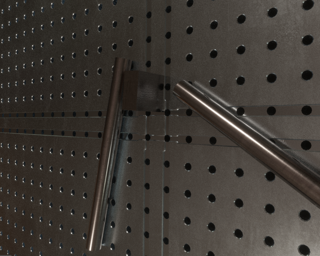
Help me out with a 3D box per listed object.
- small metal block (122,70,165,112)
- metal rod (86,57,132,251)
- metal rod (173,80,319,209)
[{"bbox_3d":[-0.021,-0.047,0.409,0.025,0.050,0.050,7,95,39],"label":"small metal block"},{"bbox_3d":[-0.079,0.044,0.472,0.025,0.025,0.298,17,101,38],"label":"metal rod"},{"bbox_3d":[0.121,0.036,0.308,0.300,0.025,0.025,41,115,31],"label":"metal rod"}]
